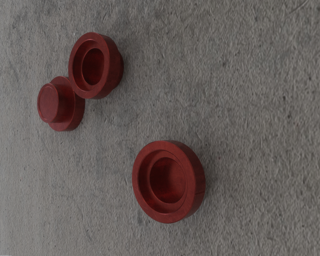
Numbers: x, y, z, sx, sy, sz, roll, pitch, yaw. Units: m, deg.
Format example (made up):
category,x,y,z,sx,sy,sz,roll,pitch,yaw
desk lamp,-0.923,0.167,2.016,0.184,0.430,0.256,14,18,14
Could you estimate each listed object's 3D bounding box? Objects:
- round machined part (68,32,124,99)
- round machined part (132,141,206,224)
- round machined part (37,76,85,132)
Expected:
category,x,y,z,sx,sy,sz,roll,pitch,yaw
round machined part,-0.093,-0.092,0.471,0.098,0.042,0.097,0,90,40
round machined part,0.015,0.063,0.382,0.098,0.042,0.097,0,90,40
round machined part,-0.178,-0.042,0.541,0.098,0.042,0.097,0,90,40
